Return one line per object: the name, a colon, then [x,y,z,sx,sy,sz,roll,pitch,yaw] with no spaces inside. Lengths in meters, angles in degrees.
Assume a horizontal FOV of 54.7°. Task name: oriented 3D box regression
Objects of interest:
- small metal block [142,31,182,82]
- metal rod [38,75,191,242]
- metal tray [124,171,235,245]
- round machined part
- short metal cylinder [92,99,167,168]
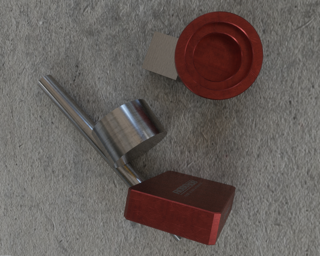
small metal block: [0.011,-0.092,0.404,0.050,0.025,0.050,23,97,18]
metal rod: [-0.071,0.033,0.432,0.300,0.025,0.025,46,104,14]
metal tray: [0.029,0.080,0.342,0.090,0.130,0.030,11,94,19]
round machined part: [0.066,-0.082,0.366,0.099,0.042,0.097,0,97,0]
short metal cylinder: [-0.038,0.008,0.392,0.080,0.080,0.050,-37,78,16]
